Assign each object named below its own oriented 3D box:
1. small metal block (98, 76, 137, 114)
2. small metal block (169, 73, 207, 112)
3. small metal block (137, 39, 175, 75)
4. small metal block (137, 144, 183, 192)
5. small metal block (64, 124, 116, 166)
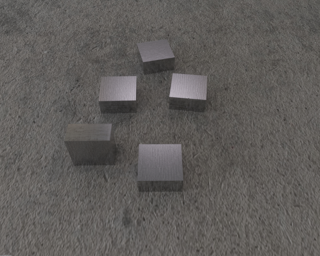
[{"bbox_3d":[-0.058,-0.048,0.443,0.050,0.025,0.050,-1,50,-1],"label":"small metal block"},{"bbox_3d":[0.041,-0.051,0.446,0.050,0.025,0.050,5,50,4],"label":"small metal block"},{"bbox_3d":[-0.007,-0.115,0.500,0.050,0.025,0.050,-11,51,-9],"label":"small metal block"},{"bbox_3d":[0.000,0.046,0.364,0.050,0.025,0.050,0,50,0],"label":"small metal block"},{"bbox_3d":[-0.081,0.021,0.369,0.050,0.050,0.025,-1,50,-1],"label":"small metal block"}]
